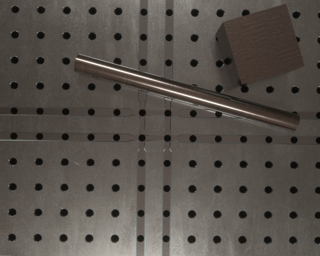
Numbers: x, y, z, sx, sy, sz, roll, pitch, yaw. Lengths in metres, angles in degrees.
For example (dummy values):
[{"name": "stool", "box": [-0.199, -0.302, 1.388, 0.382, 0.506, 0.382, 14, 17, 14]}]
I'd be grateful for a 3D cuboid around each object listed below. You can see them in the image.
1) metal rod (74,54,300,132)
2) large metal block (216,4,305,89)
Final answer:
[{"name": "metal rod", "box": [0.036, -0.046, 0.413, 0.302, 0.025, 0.025, 15, 90, -1]}, {"name": "large metal block", "box": [0.127, -0.103, 0.403, 0.080, 0.050, 0.080, -17, 90, -1]}]
